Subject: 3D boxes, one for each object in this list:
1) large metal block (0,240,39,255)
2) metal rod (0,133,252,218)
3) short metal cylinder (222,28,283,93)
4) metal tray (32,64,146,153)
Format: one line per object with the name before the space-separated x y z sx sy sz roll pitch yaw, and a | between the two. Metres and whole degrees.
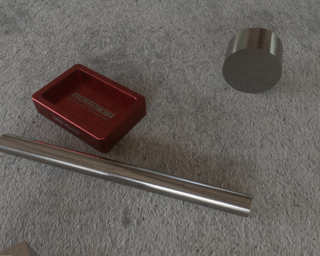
large metal block | -0.133 0.156 0.255 0.081 0.050 0.080 -24 54 -19
metal rod | -0.049 0.051 0.359 0.301 0.025 0.025 13 51 10
short metal cylinder | 0.135 -0.097 0.450 0.080 0.080 0.050 12 51 10
metal tray | -0.096 -0.032 0.425 0.130 0.030 0.090 29 56 22
